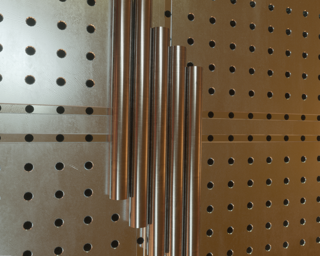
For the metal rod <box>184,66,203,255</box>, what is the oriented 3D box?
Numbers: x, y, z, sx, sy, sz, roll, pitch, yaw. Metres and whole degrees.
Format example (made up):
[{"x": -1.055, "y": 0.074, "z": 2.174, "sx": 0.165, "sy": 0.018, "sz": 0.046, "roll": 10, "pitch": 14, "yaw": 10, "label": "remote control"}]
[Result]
[{"x": 0.045, "y": 0.066, "z": 0.430, "sx": 0.025, "sy": 0.025, "sz": 0.298, "roll": 1, "pitch": 90, "yaw": -20, "label": "metal rod"}]

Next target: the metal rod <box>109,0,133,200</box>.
[{"x": -0.049, "y": -0.060, "z": 0.395, "sx": 0.025, "sy": 0.025, "sz": 0.298, "roll": 1, "pitch": 90, "yaw": -20, "label": "metal rod"}]

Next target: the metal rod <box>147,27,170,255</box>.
[{"x": -0.002, "y": 0.018, "z": 0.412, "sx": 0.025, "sy": 0.025, "sz": 0.298, "roll": 1, "pitch": 90, "yaw": -20, "label": "metal rod"}]

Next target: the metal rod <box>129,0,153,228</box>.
[{"x": -0.025, "y": -0.023, "z": 0.403, "sx": 0.025, "sy": 0.025, "sz": 0.298, "roll": 1, "pitch": 90, "yaw": -20, "label": "metal rod"}]

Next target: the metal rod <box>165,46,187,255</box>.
[{"x": 0.021, "y": 0.040, "z": 0.421, "sx": 0.025, "sy": 0.025, "sz": 0.298, "roll": 1, "pitch": 90, "yaw": -20, "label": "metal rod"}]
